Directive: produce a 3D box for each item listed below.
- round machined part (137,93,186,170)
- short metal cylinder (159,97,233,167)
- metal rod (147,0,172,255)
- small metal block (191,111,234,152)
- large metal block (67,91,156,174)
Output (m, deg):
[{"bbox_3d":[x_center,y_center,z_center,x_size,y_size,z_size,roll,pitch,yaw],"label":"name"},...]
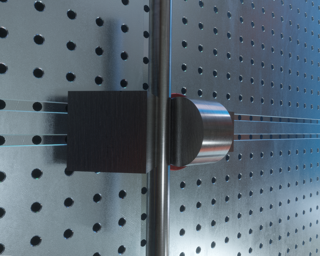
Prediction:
[{"bbox_3d":[0.008,0.004,0.405,0.099,0.042,0.097,0,90,-40],"label":"round machined part"},{"bbox_3d":[0.039,0.004,0.369,0.050,0.080,0.079,1,90,-40],"label":"short metal cylinder"},{"bbox_3d":[0.000,-0.003,0.357,0.025,0.025,0.298,1,89,-40],"label":"metal rod"},{"bbox_3d":[0.066,0.004,0.396,0.025,0.050,0.050,2,89,-40],"label":"small metal block"},{"bbox_3d":[-0.049,0.004,0.327,0.050,0.080,0.079,4,87,-81],"label":"large metal block"}]
